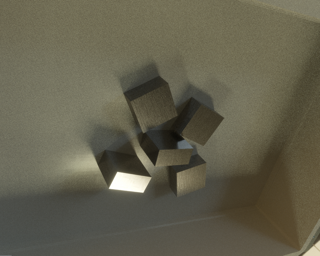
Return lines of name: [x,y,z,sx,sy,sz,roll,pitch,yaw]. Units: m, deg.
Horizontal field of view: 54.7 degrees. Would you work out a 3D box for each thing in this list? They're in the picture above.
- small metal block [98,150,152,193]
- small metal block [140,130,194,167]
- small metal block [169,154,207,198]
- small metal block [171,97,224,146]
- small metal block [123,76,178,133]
small metal block: [-0.047,0.056,0.403,0.050,0.050,0.025,15,110,-35]
small metal block: [0.008,0.026,0.415,0.050,0.050,0.025,0,119,-29]
small metal block: [0.043,0.074,0.480,0.050,0.025,0.050,-16,125,-20]
small metal block: [0.053,-0.008,0.435,0.050,0.025,0.050,25,104,-37]
small metal block: [-0.011,-0.029,0.386,0.050,0.025,0.050,-28,128,-11]
